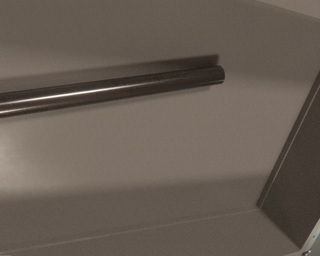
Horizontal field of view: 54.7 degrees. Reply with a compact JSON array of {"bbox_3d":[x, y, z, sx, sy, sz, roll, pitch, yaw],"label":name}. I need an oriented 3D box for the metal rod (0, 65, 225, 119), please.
[{"bbox_3d":[-0.058,-0.042,0.351,0.303,0.025,0.025,-12,124,-23],"label":"metal rod"}]
